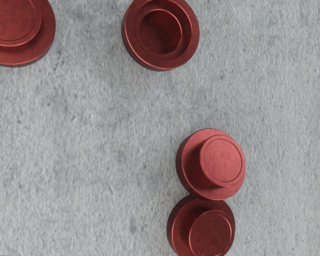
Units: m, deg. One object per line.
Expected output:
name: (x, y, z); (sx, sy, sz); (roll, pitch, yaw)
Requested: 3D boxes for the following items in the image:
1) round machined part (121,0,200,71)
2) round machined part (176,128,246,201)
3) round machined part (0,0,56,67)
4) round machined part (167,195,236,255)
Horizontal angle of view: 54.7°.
round machined part: (-0.002, -0.121, 0.400); (0.099, 0.042, 0.097); (0, 90, -21)
round machined part: (0.074, 0.047, 0.415); (0.099, 0.042, 0.098); (7, 71, -20)
round machined part: (-0.166, -0.118, 0.339); (0.099, 0.042, 0.097); (0, 90, -21)
round machined part: (0.062, 0.141, 0.425); (0.099, 0.042, 0.097); (0, 90, -20)
